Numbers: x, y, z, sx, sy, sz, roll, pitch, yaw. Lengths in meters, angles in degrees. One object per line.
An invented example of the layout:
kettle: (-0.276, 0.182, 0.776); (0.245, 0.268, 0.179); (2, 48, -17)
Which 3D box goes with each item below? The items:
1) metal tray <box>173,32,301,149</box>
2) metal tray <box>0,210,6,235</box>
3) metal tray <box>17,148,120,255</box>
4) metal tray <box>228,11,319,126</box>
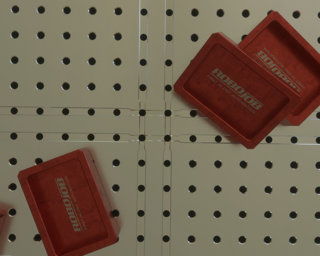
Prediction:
metal tray: (0.094, -0.047, 0.390); (0.130, 0.030, 0.090); (39, 115, 2)
metal tray: (-0.284, 0.139, 0.407); (0.131, 0.030, 0.090); (16, 90, -1)
metal tray: (-0.118, 0.101, 0.409); (0.090, 0.030, 0.129); (-21, 90, -1)
metal tray: (0.161, -0.077, 0.412); (0.130, 0.030, 0.090); (45, 90, -1)
